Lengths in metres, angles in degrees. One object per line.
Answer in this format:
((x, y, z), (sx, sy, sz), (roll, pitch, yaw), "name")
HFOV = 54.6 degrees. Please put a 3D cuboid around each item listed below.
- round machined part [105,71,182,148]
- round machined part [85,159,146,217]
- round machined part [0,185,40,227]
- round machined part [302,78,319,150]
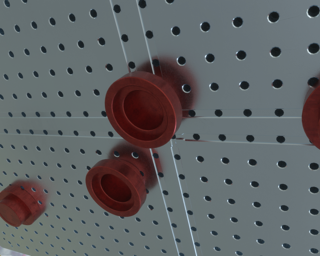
((-0.017, -0.026, 0.394), (0.098, 0.042, 0.097), (13, 124, 21), "round machined part")
((-0.065, 0.089, 0.490), (0.098, 0.042, 0.097), (13, 124, 21), "round machined part")
((-0.316, 0.177, 0.678), (0.098, 0.042, 0.097), (13, 124, 21), "round machined part")
((0.189, -0.008, 0.295), (0.098, 0.042, 0.097), (13, 124, 21), "round machined part")
